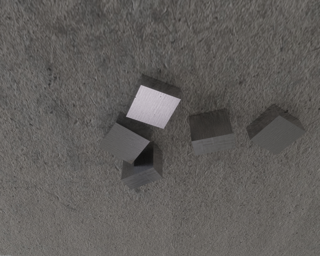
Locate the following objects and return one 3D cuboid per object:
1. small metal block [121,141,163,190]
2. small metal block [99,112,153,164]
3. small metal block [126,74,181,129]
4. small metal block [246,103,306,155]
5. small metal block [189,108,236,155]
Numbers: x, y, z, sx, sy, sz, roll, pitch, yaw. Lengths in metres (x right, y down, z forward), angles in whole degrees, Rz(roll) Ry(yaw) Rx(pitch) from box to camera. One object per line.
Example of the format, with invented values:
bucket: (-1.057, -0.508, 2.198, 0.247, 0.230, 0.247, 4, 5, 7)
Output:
small metal block: (-0.025, 0.052, 0.435, 0.050, 0.050, 0.025, -23, 127, 18)
small metal block: (-0.045, 0.014, 0.414, 0.050, 0.025, 0.050, 30, 124, -13)
small metal block: (-0.008, -0.032, 0.380, 0.050, 0.025, 0.050, 18, 128, -15)
small metal block: (0.153, 0.003, 0.411, 0.050, 0.025, 0.050, 27, 125, -21)
small metal block: (0.066, 0.004, 0.395, 0.050, 0.050, 0.025, -12, 129, 9)
